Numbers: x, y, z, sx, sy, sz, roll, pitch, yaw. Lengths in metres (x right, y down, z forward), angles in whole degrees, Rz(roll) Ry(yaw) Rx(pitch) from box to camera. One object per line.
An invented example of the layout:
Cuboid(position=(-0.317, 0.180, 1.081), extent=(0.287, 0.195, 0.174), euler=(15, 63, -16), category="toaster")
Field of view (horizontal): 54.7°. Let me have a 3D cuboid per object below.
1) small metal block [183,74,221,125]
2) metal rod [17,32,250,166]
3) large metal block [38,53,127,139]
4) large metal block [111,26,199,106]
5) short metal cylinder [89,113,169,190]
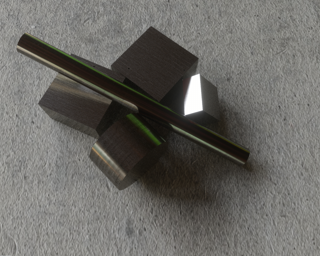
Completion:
Cuboid(position=(0.055, -0.036, 0.407), extent=(0.025, 0.050, 0.050), euler=(-15, 66, 33), category="small metal block")
Cuboid(position=(-0.025, -0.030, 0.377), extent=(0.301, 0.025, 0.025), euler=(27, 72, -8), category="metal rod")
Cuboid(position=(-0.096, -0.039, 0.410), extent=(0.080, 0.050, 0.080), euler=(24, 72, 8), category="large metal block")
Cuboid(position=(-0.006, -0.077, 0.421), extent=(0.080, 0.050, 0.080), euler=(38, 74, 12), category="large metal block")
Cuboid(position=(-0.036, 0.028, 0.369), extent=(0.080, 0.080, 0.050), euler=(-42, 76, -14), category="short metal cylinder")
